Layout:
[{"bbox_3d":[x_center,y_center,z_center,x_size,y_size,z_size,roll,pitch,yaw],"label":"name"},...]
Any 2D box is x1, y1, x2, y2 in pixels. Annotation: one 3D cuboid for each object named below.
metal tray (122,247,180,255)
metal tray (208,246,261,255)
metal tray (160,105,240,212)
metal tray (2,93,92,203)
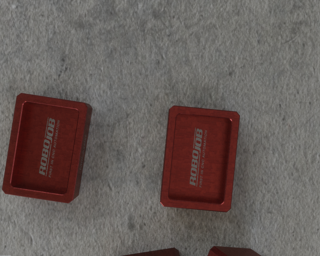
[{"bbox_3d":[-0.010,0.233,0.407,0.091,0.030,0.129,-9,90,-1],"label":"metal tray"},{"bbox_3d":[0.078,0.215,0.384,0.090,0.030,0.129,22,90,-39],"label":"metal tray"},{"bbox_3d":[0.051,0.039,0.408,0.091,0.030,0.129,6,90,-1],"label":"metal tray"},{"bbox_3d":[-0.146,0.025,0.405,0.091,0.030,0.129,9,90,-1],"label":"metal tray"}]
